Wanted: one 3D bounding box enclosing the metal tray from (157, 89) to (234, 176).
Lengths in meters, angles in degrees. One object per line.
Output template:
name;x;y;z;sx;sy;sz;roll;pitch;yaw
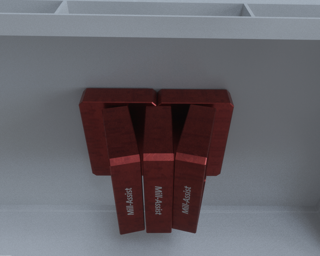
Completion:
metal tray;0.041;0.010;0.413;0.091;0.030;0.129;0;130;-1

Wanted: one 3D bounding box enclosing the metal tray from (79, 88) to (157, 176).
metal tray;-0.050;0.010;0.410;0.091;0.030;0.129;0;130;-1

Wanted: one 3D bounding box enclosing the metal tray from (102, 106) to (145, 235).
metal tray;-0.042;0.051;0.364;0.030;0.090;0.129;-8;131;-10

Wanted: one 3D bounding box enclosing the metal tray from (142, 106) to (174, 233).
metal tray;-0.002;0.050;0.366;0.030;0.090;0.129;0;128;0

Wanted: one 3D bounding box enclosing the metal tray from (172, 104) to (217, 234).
metal tray;0.039;0.049;0.364;0.030;0.090;0.129;9;131;11
